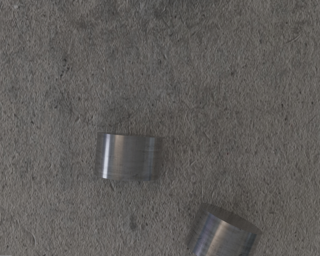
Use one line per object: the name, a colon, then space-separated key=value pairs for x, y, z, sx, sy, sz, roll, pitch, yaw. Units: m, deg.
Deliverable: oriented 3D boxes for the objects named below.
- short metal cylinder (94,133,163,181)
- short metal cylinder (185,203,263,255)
short metal cylinder: x=-0.038 y=0.033 z=0.382 sx=0.080 sy=0.080 sz=0.050 roll=5 pitch=90 yaw=0
short metal cylinder: x=0.078 y=0.134 z=0.383 sx=0.080 sy=0.080 sz=0.050 roll=23 pitch=90 yaw=0
